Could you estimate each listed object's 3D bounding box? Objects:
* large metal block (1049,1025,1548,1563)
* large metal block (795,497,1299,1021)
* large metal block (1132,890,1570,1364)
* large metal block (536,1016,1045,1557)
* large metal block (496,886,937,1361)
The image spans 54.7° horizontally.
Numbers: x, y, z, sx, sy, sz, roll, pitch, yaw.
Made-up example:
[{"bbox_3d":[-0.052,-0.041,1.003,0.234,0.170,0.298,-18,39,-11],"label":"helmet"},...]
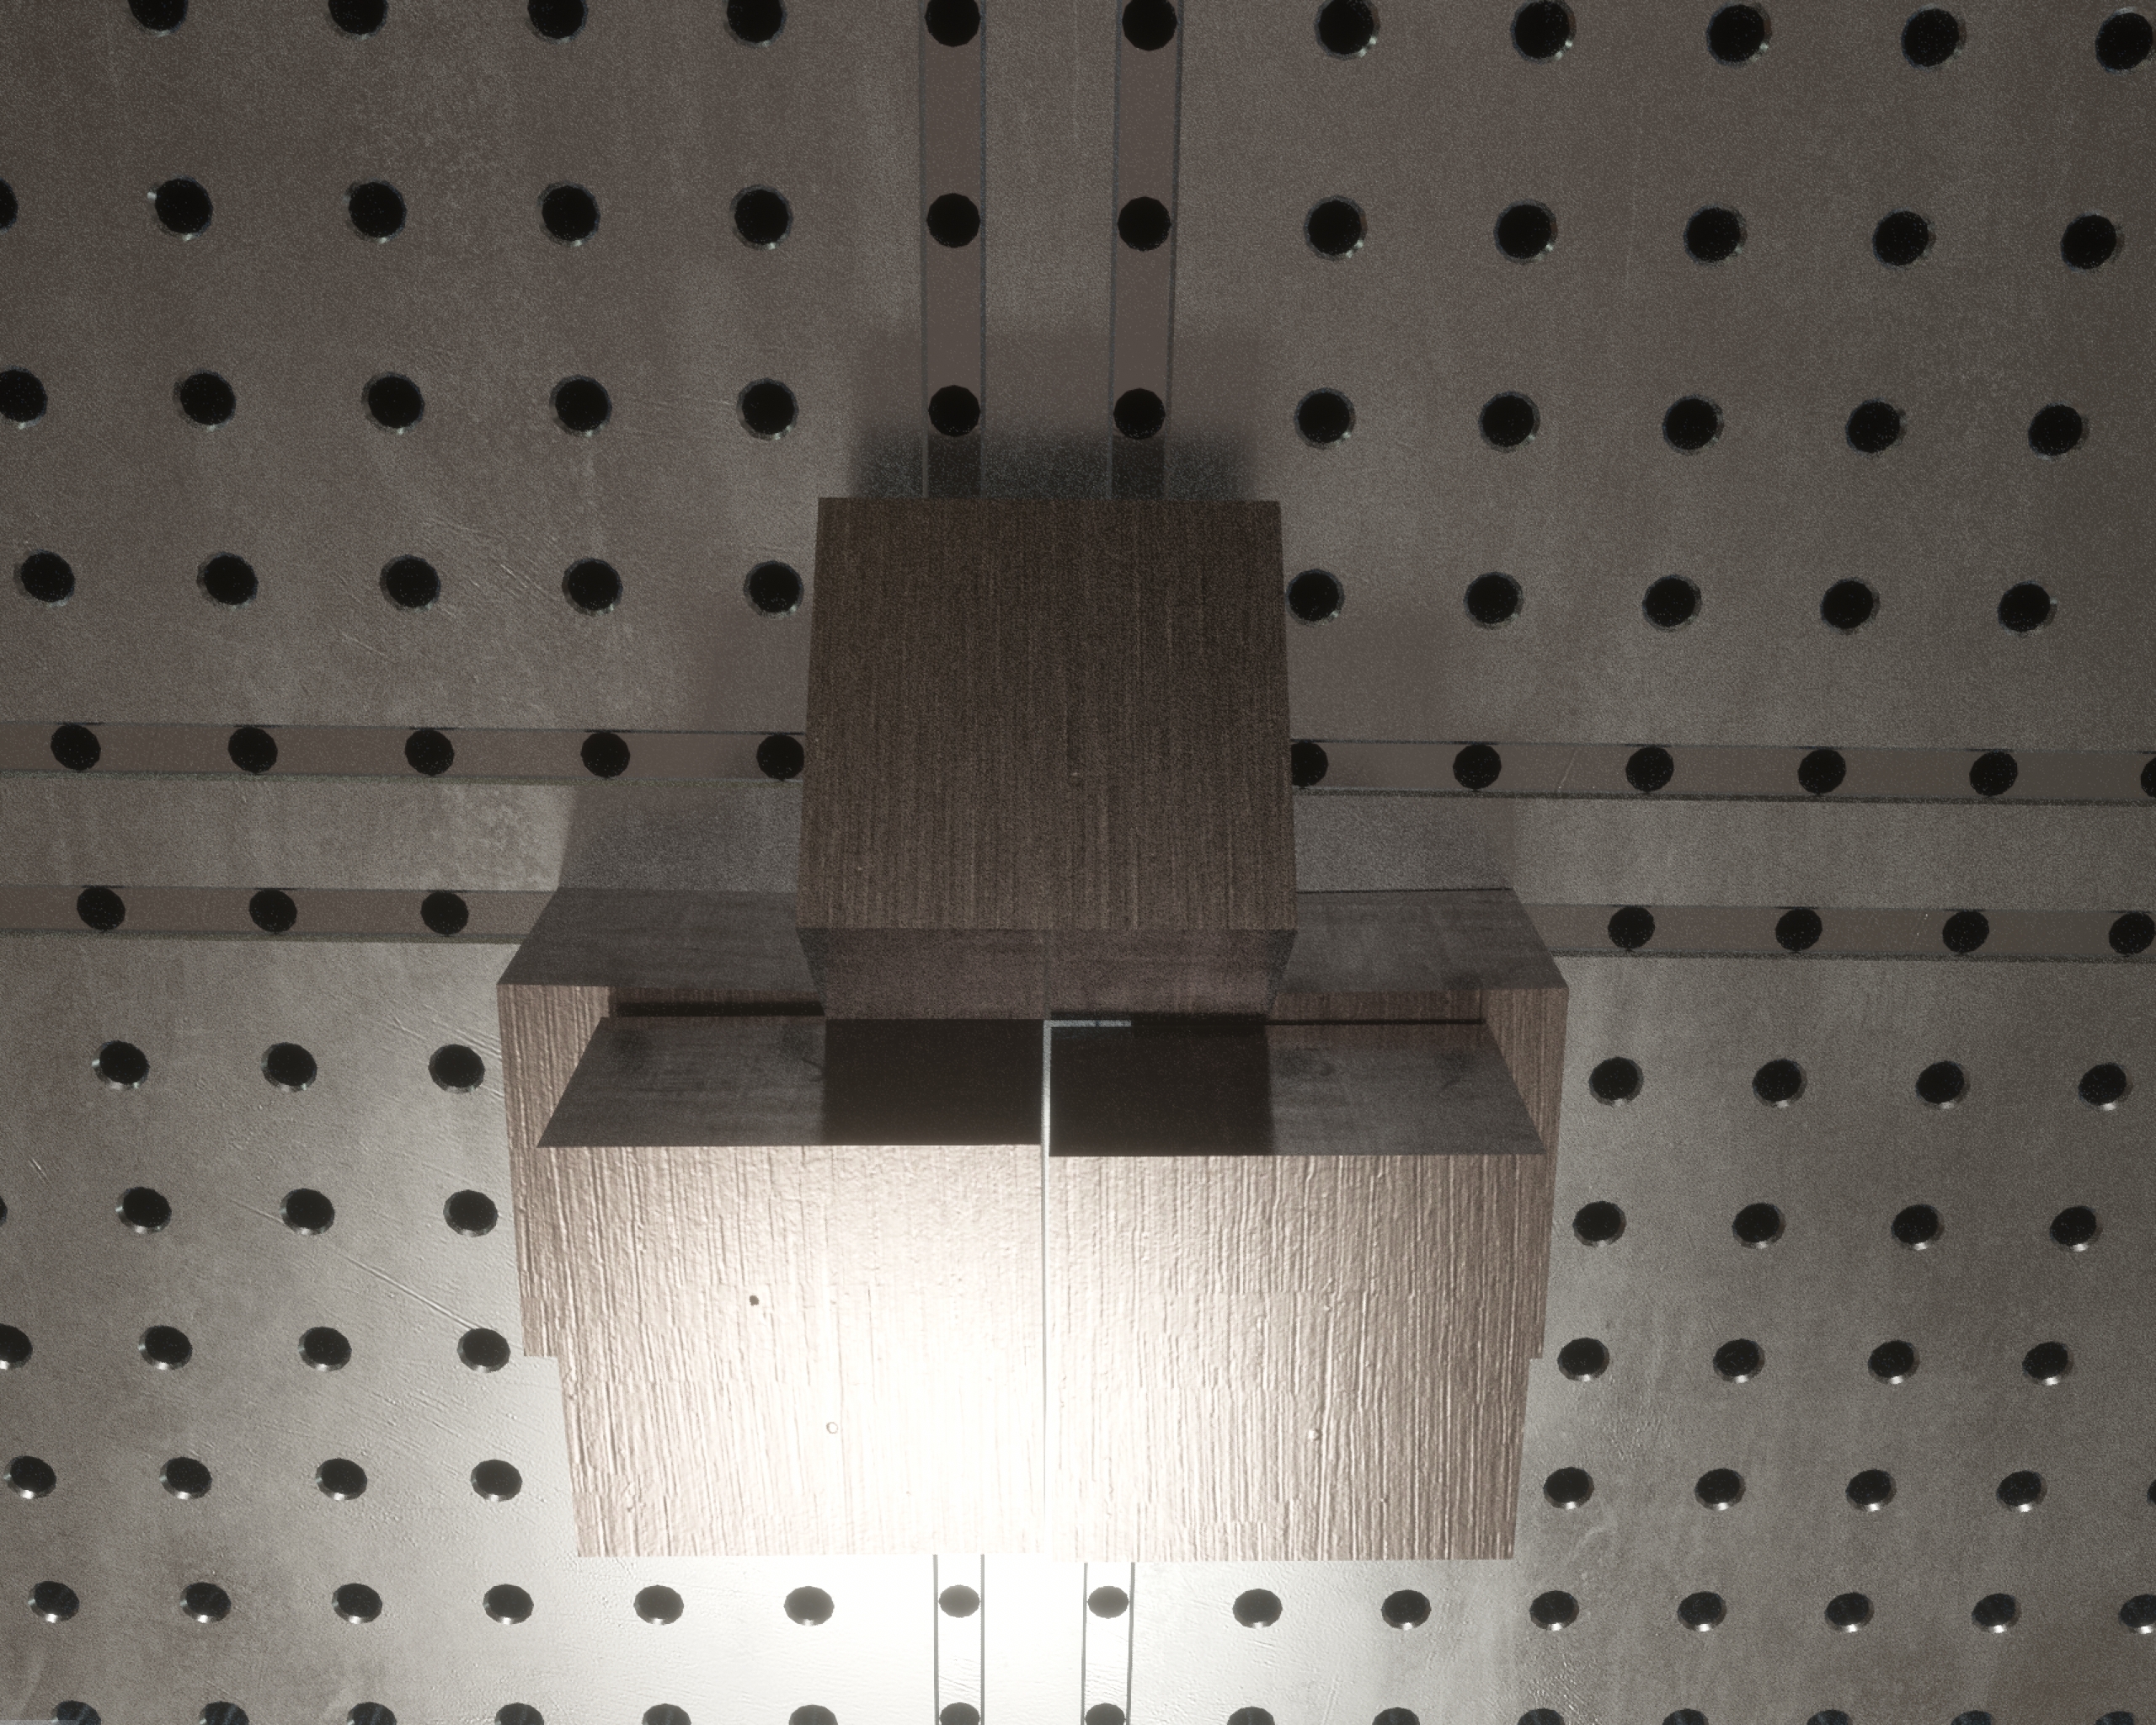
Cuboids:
[{"bbox_3d":[0.036,0.076,0.373,0.081,0.050,0.079,0,110,-1],"label":"large metal block"},{"bbox_3d":[-0.005,-0.017,0.372,0.081,0.050,0.080,0,68,-1],"label":"large metal block"},{"bbox_3d":[0.050,0.052,0.419,0.081,0.050,0.079,-1,110,0],"label":"large metal block"},{"bbox_3d":[-0.046,0.074,0.370,0.081,0.050,0.079,0,110,-1],"label":"large metal block"},{"bbox_3d":[-0.067,0.052,0.419,0.081,0.050,0.079,1,110,-1],"label":"large metal block"}]
